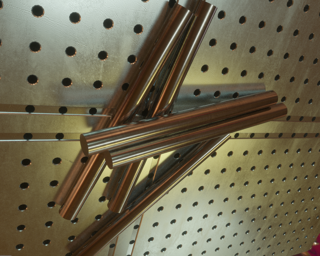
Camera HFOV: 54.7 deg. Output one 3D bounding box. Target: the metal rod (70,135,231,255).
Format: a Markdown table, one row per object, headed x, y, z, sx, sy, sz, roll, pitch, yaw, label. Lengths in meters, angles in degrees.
| x | y | z | sx | sy | sz | roll | pitch | yaw | label |
| --- | --- | --- | --- | --- | --- | --- | --- | --- | --- |
| -0.014 | 0.103 | 0.469 | 0.300 | 0.025 | 0.025 | -41 | 130 | -1 | metal rod |

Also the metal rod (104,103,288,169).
| x | y | z | sx | sy | sz | roll | pitch | yaw | label |
| --- | --- | --- | --- | --- | --- | --- | --- | --- | --- |
| 0.069 | 0.003 | 0.431 | 0.303 | 0.025 | 0.025 | -14 | 125 | -29 | metal rod |

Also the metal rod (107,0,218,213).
| x | y | z | sx | sy | sz | roll | pitch | yaw | label |
| --- | --- | --- | --- | --- | --- | --- | --- | --- | --- |
| -0.005 | -0.014 | 0.401 | 0.025 | 0.025 | 0.298 | 12 | 112 | -34 | metal rod |

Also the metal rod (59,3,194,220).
| x | y | z | sx | sy | sz | roll | pitch | yaw | label |
| --- | --- | --- | --- | --- | --- | --- | --- | --- | --- |
| -0.048 | -0.009 | 0.380 | 0.025 | 0.025 | 0.298 | 21 | 107 | -36 | metal rod |

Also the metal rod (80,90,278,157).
| x | y | z | sx | sy | sz | roll | pitch | yaw | label |
| --- | --- | --- | --- | --- | --- | --- | --- | --- | --- |
| 0.046 | -0.014 | 0.403 | 0.303 | 0.025 | 0.025 | -14 | 125 | -31 | metal rod |
